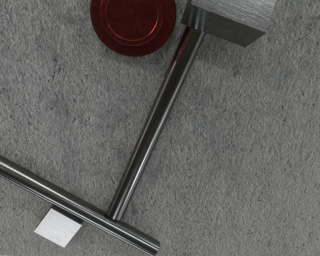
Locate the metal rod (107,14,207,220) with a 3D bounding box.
[{"bbox_3d":[-0.008,-0.002,0.408,0.025,0.025,0.298,21,109,-8],"label":"metal rod"}]

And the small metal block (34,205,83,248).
[{"bbox_3d":[-0.148,0.141,0.460,0.050,0.025,0.050,35,106,-12],"label":"small metal block"}]

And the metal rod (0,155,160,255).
[{"bbox_3d":[-0.131,0.108,0.447,0.301,0.025,0.025,32,107,-12],"label":"metal rod"}]

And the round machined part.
[{"bbox_3d":[-0.030,-0.130,0.352,0.099,0.042,0.097,0,110,-1],"label":"round machined part"}]

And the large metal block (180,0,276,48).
[{"bbox_3d":[0.076,-0.144,0.330,0.080,0.050,0.080,18,85,-7],"label":"large metal block"}]
